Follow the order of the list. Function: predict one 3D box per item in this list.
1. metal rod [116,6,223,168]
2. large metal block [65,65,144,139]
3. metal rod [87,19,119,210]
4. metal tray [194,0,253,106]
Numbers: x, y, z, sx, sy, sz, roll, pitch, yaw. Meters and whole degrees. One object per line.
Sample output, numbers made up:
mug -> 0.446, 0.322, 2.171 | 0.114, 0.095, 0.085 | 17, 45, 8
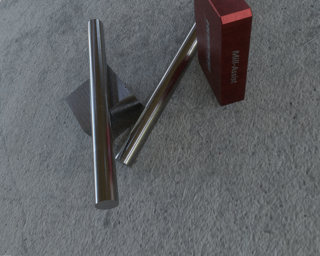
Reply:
metal rod -> 0.023, -0.081, 0.440 | 0.025, 0.025, 0.300 | 18, 71, 35
large metal block -> -0.078, -0.033, 0.448 | 0.080, 0.050, 0.080 | -40, 51, 0
metal rod -> -0.078, -0.041, 0.404 | 0.025, 0.025, 0.299 | -22, 54, 15
metal tray -> 0.069, -0.099, 0.358 | 0.030, 0.130, 0.090 | -17, 54, -1
